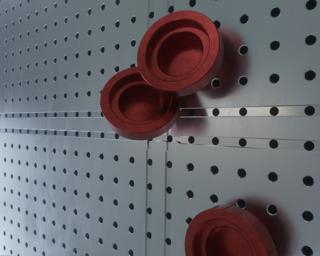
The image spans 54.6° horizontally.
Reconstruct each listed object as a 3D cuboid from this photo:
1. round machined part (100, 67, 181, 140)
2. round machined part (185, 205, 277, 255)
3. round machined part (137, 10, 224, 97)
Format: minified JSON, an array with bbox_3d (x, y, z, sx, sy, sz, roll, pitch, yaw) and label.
[{"bbox_3d":[-0.023,-0.027,0.396,0.098,0.099,0.042,57,165,25],"label":"round machined part"},{"bbox_3d":[0.078,0.132,0.334,0.098,0.042,0.097,0,90,40],"label":"round machined part"},{"bbox_3d":[0.026,-0.083,0.364,0.098,0.042,0.098,-6,74,22],"label":"round machined part"}]
